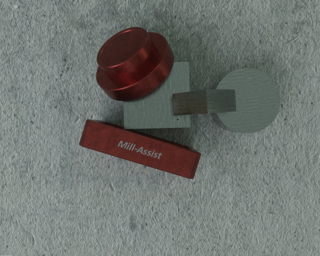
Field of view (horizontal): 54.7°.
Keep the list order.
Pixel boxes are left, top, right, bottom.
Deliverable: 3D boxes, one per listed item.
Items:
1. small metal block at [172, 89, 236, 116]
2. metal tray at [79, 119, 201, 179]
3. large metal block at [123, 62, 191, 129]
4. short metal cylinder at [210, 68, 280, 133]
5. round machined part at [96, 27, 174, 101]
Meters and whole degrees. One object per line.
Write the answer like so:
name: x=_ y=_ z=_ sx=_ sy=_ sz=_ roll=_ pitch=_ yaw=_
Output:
small metal block: x=0.051 y=-0.029 z=0.353 sx=0.050 sy=0.050 sz=0.025 roll=-6 pitch=94 yaw=-41
metal tray: x=-0.022 y=0.023 z=0.378 sx=0.131 sy=0.090 sz=0.030 roll=17 pitch=90 yaw=0
large metal block: x=-0.004 y=-0.040 z=0.400 sx=0.081 sy=0.050 sz=0.080 roll=-1 pitch=90 yaw=0
short metal cylinder: x=0.106 y=-0.033 z=0.400 sx=0.081 sy=0.050 sz=0.080 roll=0 pitch=90 yaw=0
round machined part: x=-0.036 y=-0.083 z=0.374 sx=0.098 sy=0.098 sz=0.042 roll=-36 pitch=134 yaw=0
